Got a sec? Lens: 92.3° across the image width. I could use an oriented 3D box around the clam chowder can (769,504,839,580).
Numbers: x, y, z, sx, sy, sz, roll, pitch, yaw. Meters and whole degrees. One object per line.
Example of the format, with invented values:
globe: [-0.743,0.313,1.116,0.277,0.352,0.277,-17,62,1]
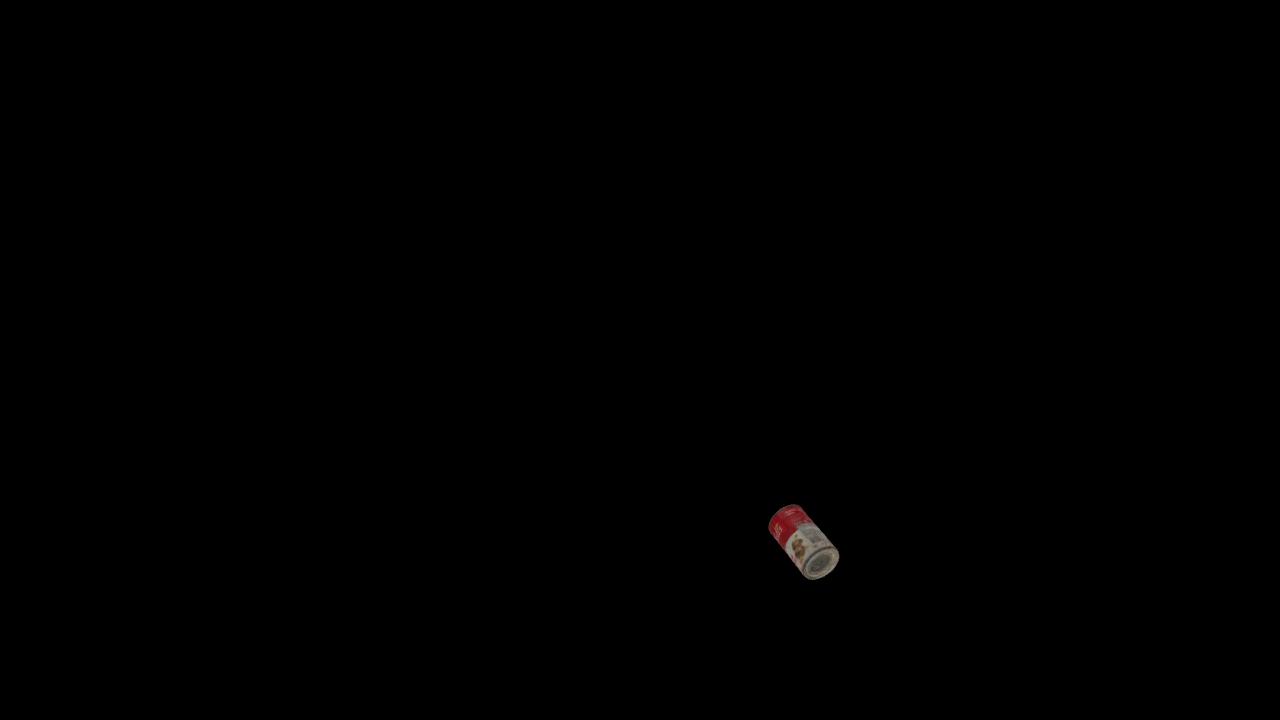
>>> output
clam chowder can: [0.261,0.290,0.984,0.068,0.068,0.102,0,27,-24]
